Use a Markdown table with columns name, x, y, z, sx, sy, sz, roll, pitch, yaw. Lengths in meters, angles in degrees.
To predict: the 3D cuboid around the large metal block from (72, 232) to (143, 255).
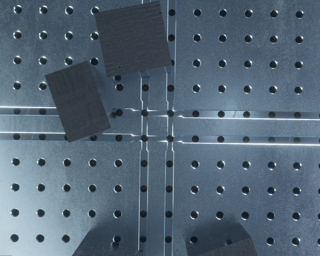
| name | x | y | z | sx | sy | sz | roll | pitch | yaw |
| --- | --- | --- | --- | --- | --- | --- | --- | --- | --- |
| large metal block | -0.070 | 0.180 | 0.386 | 0.080 | 0.080 | 0.050 | 20 | 90 | 0 |

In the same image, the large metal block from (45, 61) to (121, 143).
| name | x | y | z | sx | sy | sz | roll | pitch | yaw |
| --- | --- | --- | --- | --- | --- | --- | --- | --- | --- |
| large metal block | -0.091 | -0.030 | 0.385 | 0.050 | 0.080 | 0.080 | -20 | 90 | 0 |

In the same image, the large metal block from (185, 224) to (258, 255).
| name | x | y | z | sx | sy | sz | roll | pitch | yaw |
| --- | --- | --- | --- | --- | --- | --- | --- | --- | --- |
| large metal block | 0.086 | 0.183 | 0.402 | 0.080 | 0.050 | 0.080 | -19 | 90 | 0 |

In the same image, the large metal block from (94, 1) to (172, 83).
| name | x | y | z | sx | sy | sz | roll | pitch | yaw |
| --- | --- | --- | --- | --- | --- | --- | --- | --- | --- |
| large metal block | -0.032 | -0.108 | 0.401 | 0.080 | 0.050 | 0.080 | -11 | 90 | 0 |
